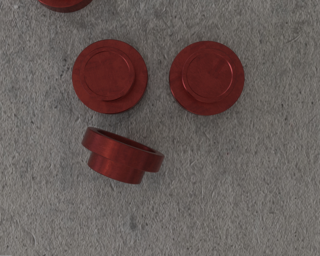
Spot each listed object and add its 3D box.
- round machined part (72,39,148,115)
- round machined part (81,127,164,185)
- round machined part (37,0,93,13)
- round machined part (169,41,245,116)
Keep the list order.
[{"bbox_3d":[-0.065,-0.066,0.401,0.099,0.042,0.097,0,90,0],"label":"round machined part"},{"bbox_3d":[-0.048,0.035,0.373,0.098,0.098,0.042,21,90,0],"label":"round machined part"},{"bbox_3d":[-0.129,-0.205,0.400,0.099,0.042,0.097,0,90,0],"label":"round machined part"},{"bbox_3d":[0.061,-0.065,0.402,0.099,0.042,0.097,0,90,0],"label":"round machined part"}]
